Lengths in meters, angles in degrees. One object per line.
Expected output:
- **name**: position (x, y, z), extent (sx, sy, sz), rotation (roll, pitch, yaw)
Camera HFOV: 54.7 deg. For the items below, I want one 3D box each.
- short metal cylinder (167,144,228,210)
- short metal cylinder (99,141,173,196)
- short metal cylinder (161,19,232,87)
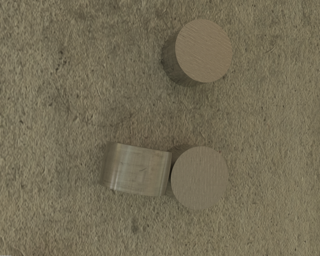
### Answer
- **short metal cylinder**: position (0.042, 0.062, 0.411), extent (0.081, 0.050, 0.080), rotation (0, 90, -20)
- **short metal cylinder**: position (-0.028, 0.047, 0.369), extent (0.081, 0.080, 0.050), rotation (11, 86, -20)
- **short metal cylinder**: position (0.048, -0.097, 0.413), extent (0.081, 0.050, 0.080), rotation (0, 90, -20)
